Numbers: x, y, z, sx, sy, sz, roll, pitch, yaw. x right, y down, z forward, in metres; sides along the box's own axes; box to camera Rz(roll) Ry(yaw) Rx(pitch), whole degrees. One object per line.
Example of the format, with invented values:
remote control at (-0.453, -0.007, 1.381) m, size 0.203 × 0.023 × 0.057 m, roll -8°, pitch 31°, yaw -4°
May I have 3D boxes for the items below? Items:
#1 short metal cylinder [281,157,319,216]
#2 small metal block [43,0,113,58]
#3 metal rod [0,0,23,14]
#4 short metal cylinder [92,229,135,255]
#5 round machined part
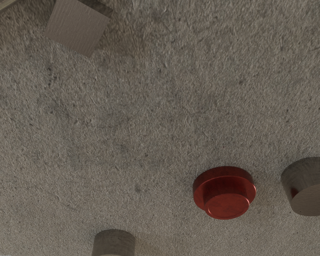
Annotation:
short metal cylinder at (0.232, 0.089, 0.469) m, size 0.081 × 0.050 × 0.079 m, roll 0°, pitch 130°, yaw 0°
small metal block at (-0.083, -0.108, 0.315) m, size 0.050 × 0.025 × 0.050 m, roll 25°, pitch 126°, yaw -20°
metal rod at (-0.147, -0.129, 0.295) m, size 0.300 × 0.025 × 0.025 m, roll -22°, pitch 127°, yaw 17°
short metal cylinder at (-0.089, 0.238, 0.592) m, size 0.081 × 0.050 × 0.079 m, roll 0°, pitch 130°, yaw 0°
round machined part at (0.102, 0.108, 0.489) m, size 0.099 × 0.042 × 0.097 m, roll 0°, pitch 130°, yaw 0°
